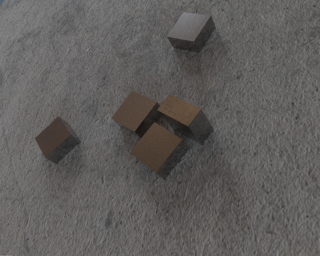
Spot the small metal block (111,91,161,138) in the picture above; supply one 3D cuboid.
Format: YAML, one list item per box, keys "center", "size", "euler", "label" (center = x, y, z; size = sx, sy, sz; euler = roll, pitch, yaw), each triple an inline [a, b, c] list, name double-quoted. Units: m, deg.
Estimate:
- center: [-0.031, -0.018, 0.431]
  size: [0.050, 0.025, 0.050]
  euler: [28, 77, 37]
  label: "small metal block"

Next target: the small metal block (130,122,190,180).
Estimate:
- center: [-0.001, 0.028, 0.387]
  size: [0.050, 0.025, 0.050]
  euler: [32, 79, 38]
  label: "small metal block"

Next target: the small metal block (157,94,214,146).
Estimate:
- center: [0.032, -0.010, 0.377]
  size: [0.050, 0.050, 0.025]
  euler: [30, 79, 37]
  label: "small metal block"

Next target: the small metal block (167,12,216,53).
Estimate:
- center: [0.047, -0.145, 0.468]
  size: [0.050, 0.025, 0.050]
  euler: [22, 74, 36]
  label: "small metal block"

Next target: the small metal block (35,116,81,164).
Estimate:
- center: [-0.157, 0.018, 0.475]
  size: [0.050, 0.025, 0.050]
  euler: [-43, 51, -2]
  label: "small metal block"
